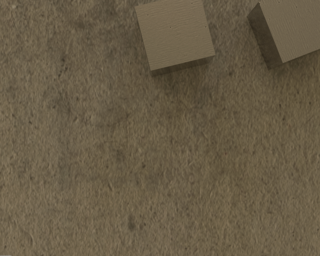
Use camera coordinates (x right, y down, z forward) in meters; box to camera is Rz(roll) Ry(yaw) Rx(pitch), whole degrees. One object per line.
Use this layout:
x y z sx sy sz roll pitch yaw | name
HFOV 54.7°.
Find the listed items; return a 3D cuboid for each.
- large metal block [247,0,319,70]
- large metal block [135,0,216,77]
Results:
0.171 -0.130 0.400 0.080 0.050 0.080 -22 90 -1 | large metal block
0.018 -0.117 0.398 0.080 0.050 0.080 -14 90 -1 | large metal block
